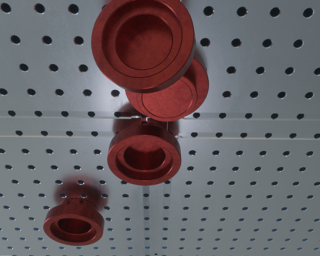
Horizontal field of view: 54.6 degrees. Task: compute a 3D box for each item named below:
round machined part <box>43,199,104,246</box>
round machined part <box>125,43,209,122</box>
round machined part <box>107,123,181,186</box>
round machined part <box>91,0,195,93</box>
[{"bbox_3d":[-0.145,0.159,0.534,0.099,0.042,0.097,0,130,0],"label":"round machined part"},{"bbox_3d":[0.008,-0.046,0.361,0.099,0.042,0.097,0,130,0],"label":"round machined part"},{"bbox_3d":[-0.021,0.032,0.428,0.099,0.042,0.097,0,130,0],"label":"round machined part"},{"bbox_3d":[-0.014,-0.082,0.308,0.098,0.098,0.042,-11,173,9],"label":"round machined part"}]
